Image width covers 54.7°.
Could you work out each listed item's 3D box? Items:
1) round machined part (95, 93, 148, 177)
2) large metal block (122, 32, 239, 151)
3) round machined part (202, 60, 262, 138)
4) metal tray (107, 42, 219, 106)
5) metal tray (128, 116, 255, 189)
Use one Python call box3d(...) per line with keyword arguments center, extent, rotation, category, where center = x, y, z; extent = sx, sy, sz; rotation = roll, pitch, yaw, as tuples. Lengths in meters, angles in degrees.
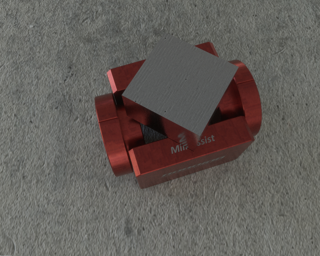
box3d(center=(-0.043, 0.005, 0.368), extent=(0.042, 0.098, 0.098), rotation=(-15, 71, -5), category="round machined part")
box3d(center=(0.020, -0.036, 0.311), extent=(0.080, 0.050, 0.080), rotation=(28, 72, 9), category="large metal block")
box3d(center=(0.083, -0.032, 0.383), extent=(0.042, 0.098, 0.098), rotation=(-15, 71, -5), category="round machined part")
box3d(center=(0.005, -0.057, 0.397), extent=(0.131, 0.090, 0.030), rotation=(-17, 71, -7), category="metal tray")
box3d(center=(0.034, 0.032, 0.362), extent=(0.131, 0.090, 0.030), rotation=(-17, 71, -6), category="metal tray")
